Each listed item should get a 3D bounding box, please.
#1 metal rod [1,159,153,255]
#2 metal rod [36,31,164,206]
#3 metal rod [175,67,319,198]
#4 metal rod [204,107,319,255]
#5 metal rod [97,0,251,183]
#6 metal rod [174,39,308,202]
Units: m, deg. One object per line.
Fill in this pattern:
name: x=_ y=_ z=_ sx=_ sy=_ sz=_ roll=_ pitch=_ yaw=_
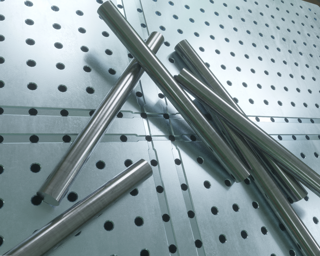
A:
metal rod: x=-0.117 y=0.112 z=0.276 sx=0.302 sy=0.025 sz=0.025 roll=-33 pitch=80 yaw=-38
metal rod: x=-0.058 y=-0.036 z=0.398 sx=0.025 sy=0.025 sz=0.301 roll=32 pitch=52 yaw=-7
metal rod: x=0.145 y=0.017 z=0.440 sx=0.300 sy=0.025 sz=0.025 roll=38 pitch=51 yaw=-3
metal rod: x=0.144 y=0.069 z=0.442 sx=0.025 sy=0.025 sz=0.299 roll=-22 pitch=73 yaw=-36
metal rod: x=0.020 y=-0.048 z=0.424 sx=0.300 sy=0.025 sz=0.025 roll=51 pitch=51 yaw=-2
metal rod: x=0.120 y=-0.017 z=0.482 sx=0.025 sy=0.025 sz=0.299 roll=-28 pitch=77 yaw=-37
